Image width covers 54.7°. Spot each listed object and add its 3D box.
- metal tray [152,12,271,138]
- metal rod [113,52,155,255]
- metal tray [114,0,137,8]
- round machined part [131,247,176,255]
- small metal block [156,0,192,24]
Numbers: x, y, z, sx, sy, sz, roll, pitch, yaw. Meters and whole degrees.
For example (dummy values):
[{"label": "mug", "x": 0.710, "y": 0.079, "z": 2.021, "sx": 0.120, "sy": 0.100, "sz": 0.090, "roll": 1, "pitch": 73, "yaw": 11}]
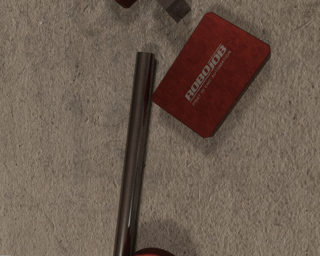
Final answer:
[{"label": "metal tray", "x": 0.062, "y": -0.063, "z": 0.384, "sx": 0.090, "sy": 0.030, "sz": 0.129, "roll": 37, "pitch": 101, "yaw": 16}, {"label": "metal rod", "x": -0.037, "y": 0.049, "z": 0.420, "sx": 0.025, "sy": 0.025, "sz": 0.298, "roll": 8, "pitch": 93, "yaw": 19}, {"label": "metal tray", "x": -0.057, "y": -0.244, "z": 0.425, "sx": 0.090, "sy": 0.030, "sz": 0.130, "roll": -40, "pitch": 78, "yaw": 15}, {"label": "round machined part", "x": -0.005, "y": 0.203, "z": 0.399, "sx": 0.098, "sy": 0.042, "sz": 0.097, "roll": 0, "pitch": 91, "yaw": 17}, {"label": "small metal block", "x": 0.009, "y": -0.167, "z": 0.392, "sx": 0.025, "sy": 0.050, "sz": 0.050, "roll": -41, "pitch": 77, "yaw": 15}]
